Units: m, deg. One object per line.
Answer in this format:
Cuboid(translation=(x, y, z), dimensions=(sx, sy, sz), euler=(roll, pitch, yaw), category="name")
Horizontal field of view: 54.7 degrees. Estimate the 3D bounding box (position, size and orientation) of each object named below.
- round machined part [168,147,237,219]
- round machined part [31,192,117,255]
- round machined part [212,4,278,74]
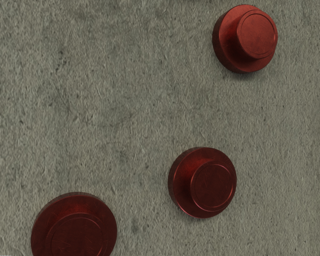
Cuboid(translation=(0.064, 0.076, 0.423), dimensions=(0.099, 0.042, 0.097), euler=(0, 90, -20), category="round machined part")
Cuboid(translation=(-0.099, 0.128, 0.364), dimensions=(0.099, 0.042, 0.097), euler=(0, 90, -20), category="round machined part")
Cuboid(translation=(0.129, -0.130, 0.447), dimensions=(0.099, 0.042, 0.097), euler=(0, 90, -20), category="round machined part")
